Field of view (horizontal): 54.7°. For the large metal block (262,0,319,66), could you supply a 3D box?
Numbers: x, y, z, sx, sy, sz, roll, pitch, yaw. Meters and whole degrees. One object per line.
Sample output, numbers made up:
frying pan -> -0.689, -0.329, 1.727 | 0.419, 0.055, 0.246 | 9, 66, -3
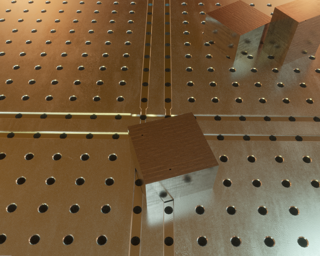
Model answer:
large metal block -> 0.226, -0.161, 0.510 | 0.081, 0.080, 0.050 | -24, 54, -19

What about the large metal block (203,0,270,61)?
large metal block -> 0.134, -0.170, 0.536 | 0.081, 0.050, 0.080 | -29, 56, -22

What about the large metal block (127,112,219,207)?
large metal block -> 0.012, 0.035, 0.362 | 0.081, 0.050, 0.080 | -13, 51, -11
